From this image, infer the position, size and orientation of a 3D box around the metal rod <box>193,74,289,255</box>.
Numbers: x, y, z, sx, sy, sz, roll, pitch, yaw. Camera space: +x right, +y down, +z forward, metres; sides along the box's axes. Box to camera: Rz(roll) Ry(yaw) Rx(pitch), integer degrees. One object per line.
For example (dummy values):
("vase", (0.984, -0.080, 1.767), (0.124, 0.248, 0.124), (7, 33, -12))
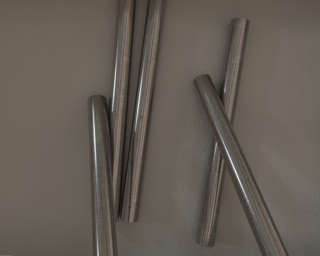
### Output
("metal rod", (0.097, 0.065, 0.350), (0.025, 0.025, 0.299), (-18, 65, 0))

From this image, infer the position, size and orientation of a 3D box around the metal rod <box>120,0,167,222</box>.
("metal rod", (-0.022, -0.027, 0.410), (0.025, 0.025, 0.298), (7, 90, 0))

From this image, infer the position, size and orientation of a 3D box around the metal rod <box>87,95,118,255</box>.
("metal rod", (-0.062, 0.092, 0.340), (0.025, 0.025, 0.299), (-9, 61, 0))

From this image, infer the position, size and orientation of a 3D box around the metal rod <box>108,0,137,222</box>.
("metal rod", (-0.055, -0.027, 0.410), (0.025, 0.025, 0.298), (5, 90, 0))

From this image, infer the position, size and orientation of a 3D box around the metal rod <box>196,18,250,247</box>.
("metal rod", (0.083, 0.006, 0.411), (0.025, 0.025, 0.298), (9, 90, 0))
